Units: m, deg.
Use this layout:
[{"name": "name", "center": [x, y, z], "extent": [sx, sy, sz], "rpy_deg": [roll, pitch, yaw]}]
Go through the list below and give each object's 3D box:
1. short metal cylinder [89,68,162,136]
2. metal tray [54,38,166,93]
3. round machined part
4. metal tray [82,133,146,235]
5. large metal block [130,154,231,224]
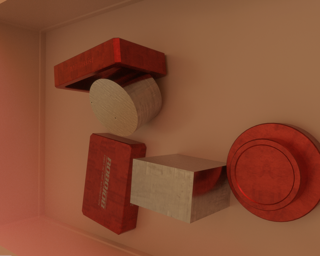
[{"name": "short metal cylinder", "center": [-0.045, -0.036, 0.405], "extent": [0.080, 0.050, 0.079], "rpy_deg": [21, 130, 28]}, {"name": "metal tray", "center": [-0.068, -0.077, 0.417], "extent": [0.130, 0.091, 0.030], "rpy_deg": [-10, 82, 39]}, {"name": "round machined part", "center": [0.109, 0.044, 0.305], "extent": [0.098, 0.042, 0.097], "rpy_deg": [0, 90, 39]}, {"name": "metal tray", "center": [-0.071, 0.078, 0.459], "extent": [0.090, 0.030, 0.129], "rpy_deg": [13, 98, 39]}, {"name": "large metal block", "center": [0.025, 0.062, 0.349], "extent": [0.080, 0.081, 0.050], "rpy_deg": [7, 95, 39]}]
